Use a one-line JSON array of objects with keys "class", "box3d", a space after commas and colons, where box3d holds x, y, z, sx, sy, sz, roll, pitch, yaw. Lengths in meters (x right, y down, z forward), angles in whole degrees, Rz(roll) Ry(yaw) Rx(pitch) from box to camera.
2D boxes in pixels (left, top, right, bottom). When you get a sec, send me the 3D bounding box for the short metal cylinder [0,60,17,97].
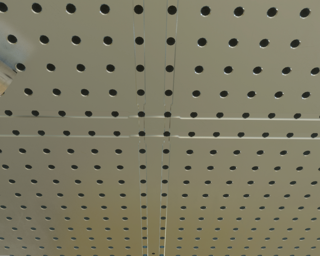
[{"class": "short metal cylinder", "box3d": [-0.203, -0.046, 0.333, 0.080, 0.080, 0.050, -34, 123, 25]}]
